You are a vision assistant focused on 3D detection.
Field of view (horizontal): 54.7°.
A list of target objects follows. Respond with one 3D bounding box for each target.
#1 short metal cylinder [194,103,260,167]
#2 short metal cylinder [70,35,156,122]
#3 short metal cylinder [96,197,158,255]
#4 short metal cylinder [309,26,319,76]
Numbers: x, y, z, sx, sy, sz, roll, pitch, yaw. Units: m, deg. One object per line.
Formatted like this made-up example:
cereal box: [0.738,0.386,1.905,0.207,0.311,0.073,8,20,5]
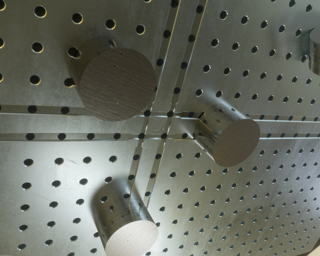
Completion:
short metal cylinder: [0.098,0.010,0.455,0.081,0.050,0.079,-14,124,-21]
short metal cylinder: [-0.051,-0.054,0.334,0.081,0.050,0.079,-14,124,-21]
short metal cylinder: [-0.049,0.150,0.461,0.081,0.050,0.079,-14,124,-21]
short metal cylinder: [0.260,-0.114,0.447,0.080,0.080,0.050,-28,128,-11]
